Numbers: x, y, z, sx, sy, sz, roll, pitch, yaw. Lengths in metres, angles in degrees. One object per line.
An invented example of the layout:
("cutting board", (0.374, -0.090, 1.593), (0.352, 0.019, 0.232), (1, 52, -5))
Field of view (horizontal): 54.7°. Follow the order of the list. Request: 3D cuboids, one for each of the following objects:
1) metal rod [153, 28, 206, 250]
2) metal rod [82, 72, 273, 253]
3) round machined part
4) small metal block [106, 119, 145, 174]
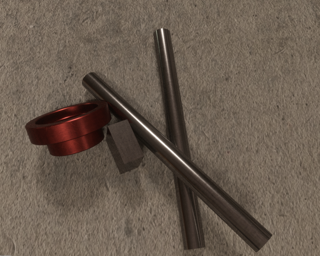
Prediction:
("metal rod", (0.021, 0.000, 0.408), (0.025, 0.025, 0.299), (-7, 70, -3))
("metal rod", (0.005, 0.026, 0.375), (0.025, 0.025, 0.300), (-42, 67, -14))
("round machined part", (-0.107, 0.002, 0.378), (0.099, 0.098, 0.042), (-16, 107, -6))
("small metal block", (-0.045, 0.024, 0.382), (0.025, 0.050, 0.050), (-21, 74, -20))
